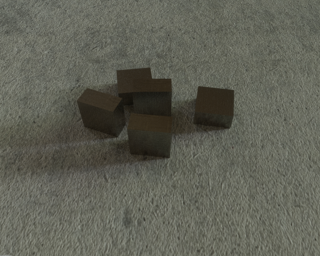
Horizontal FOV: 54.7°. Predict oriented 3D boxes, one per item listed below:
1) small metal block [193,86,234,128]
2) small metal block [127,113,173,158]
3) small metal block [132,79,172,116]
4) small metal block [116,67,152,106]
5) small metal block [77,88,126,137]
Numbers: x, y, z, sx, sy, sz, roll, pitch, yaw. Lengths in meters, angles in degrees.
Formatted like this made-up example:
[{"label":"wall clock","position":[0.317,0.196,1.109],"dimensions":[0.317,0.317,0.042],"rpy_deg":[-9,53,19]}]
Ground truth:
[{"label":"small metal block","position":[0.075,-0.029,0.428],"dimensions":[0.050,0.025,0.050],"rpy_deg":[7,50,6]},{"label":"small metal block","position":[-0.011,0.010,0.378],"dimensions":[0.050,0.050,0.025],"rpy_deg":[5,50,4]},{"label":"small metal block","position":[-0.010,-0.040,0.420],"dimensions":[0.050,0.050,0.025],"rpy_deg":[-1,50,-1]},{"label":"small metal block","position":[-0.036,-0.061,0.454],"dimensions":[0.050,0.025,0.050],"rpy_deg":[-6,50,-5]},{"label":"small metal block","position":[-0.075,-0.019,0.403],"dimensions":[0.050,0.050,0.025],"rpy_deg":[17,52,13]}]
